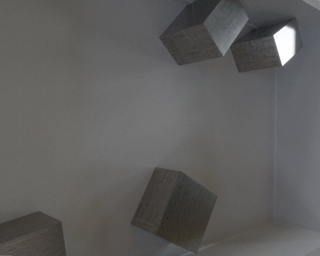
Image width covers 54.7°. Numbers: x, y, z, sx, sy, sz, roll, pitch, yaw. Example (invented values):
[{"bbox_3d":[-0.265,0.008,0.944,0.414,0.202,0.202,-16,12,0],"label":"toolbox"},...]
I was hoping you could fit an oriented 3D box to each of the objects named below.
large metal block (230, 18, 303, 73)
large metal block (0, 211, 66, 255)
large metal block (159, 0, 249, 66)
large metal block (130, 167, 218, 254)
[{"bbox_3d":[0.179,-0.138,0.520,0.080,0.080,0.050,-39,114,-33],"label":"large metal block"},{"bbox_3d":[-0.132,0.131,0.277,0.081,0.050,0.079,-11,97,-42],"label":"large metal block"},{"bbox_3d":[0.059,-0.135,0.420,0.050,0.080,0.080,50,61,-29],"label":"large metal block"},{"bbox_3d":[0.021,0.108,0.408,0.080,0.050,0.080,38,67,-34],"label":"large metal block"}]
